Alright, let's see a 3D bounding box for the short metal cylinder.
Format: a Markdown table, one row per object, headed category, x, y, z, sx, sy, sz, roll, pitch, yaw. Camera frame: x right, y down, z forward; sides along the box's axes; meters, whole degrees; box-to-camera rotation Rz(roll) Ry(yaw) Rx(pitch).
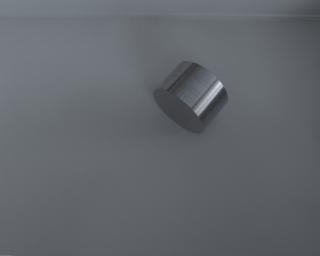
| category | x | y | z | sx | sy | sz | roll | pitch | yaw |
| --- | --- | --- | --- | --- | --- | --- | --- | --- | --- |
| short metal cylinder | 0.038 | -0.038 | 0.395 | 0.080 | 0.080 | 0.050 | 38 | 74 | 12 |
